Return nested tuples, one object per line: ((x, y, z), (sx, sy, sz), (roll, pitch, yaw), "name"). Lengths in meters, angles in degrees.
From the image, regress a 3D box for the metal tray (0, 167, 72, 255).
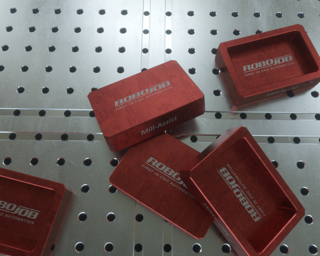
((-0.185, 0.098, 0.370), (0.131, 0.030, 0.090), (14, 70, 4), "metal tray")

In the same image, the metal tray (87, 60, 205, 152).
((-0.019, -0.033, 0.404), (0.131, 0.030, 0.090), (-23, 50, -9), "metal tray")

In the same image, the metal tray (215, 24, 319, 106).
((0.156, -0.091, 0.444), (0.131, 0.030, 0.090), (-15, 71, -6), "metal tray")

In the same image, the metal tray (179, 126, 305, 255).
((0.096, 0.075, 0.354), (0.090, 0.030, 0.130), (-38, 95, -20), "metal tray")

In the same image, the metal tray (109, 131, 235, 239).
((0.015, 0.065, 0.386), (0.130, 0.030, 0.090), (30, 72, 10), "metal tray")
